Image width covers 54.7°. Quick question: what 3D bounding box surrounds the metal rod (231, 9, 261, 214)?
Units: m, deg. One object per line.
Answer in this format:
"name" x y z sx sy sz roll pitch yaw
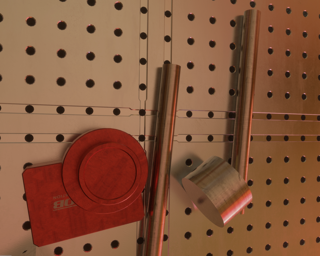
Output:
"metal rod" 0.125 -0.025 0.460 0.025 0.025 0.298 6 88 -20

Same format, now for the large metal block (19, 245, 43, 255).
"large metal block" -0.153 0.194 0.343 0.080 0.050 0.080 -32 101 -17

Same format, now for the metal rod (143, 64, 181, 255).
"metal rod" 0.001 0.064 0.413 0.025 0.025 0.298 7 88 -20

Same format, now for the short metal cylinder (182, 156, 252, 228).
"short metal cylinder" 0.075 0.084 0.413 0.050 0.080 0.080 -36 102 -17

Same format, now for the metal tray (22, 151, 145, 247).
"metal tray" -0.090 0.080 0.377 0.131 0.030 0.089 -9 93 -20

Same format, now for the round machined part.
"round machined part" -0.059 0.049 0.350 0.099 0.042 0.097 0 90 -20
